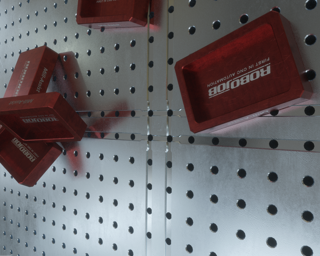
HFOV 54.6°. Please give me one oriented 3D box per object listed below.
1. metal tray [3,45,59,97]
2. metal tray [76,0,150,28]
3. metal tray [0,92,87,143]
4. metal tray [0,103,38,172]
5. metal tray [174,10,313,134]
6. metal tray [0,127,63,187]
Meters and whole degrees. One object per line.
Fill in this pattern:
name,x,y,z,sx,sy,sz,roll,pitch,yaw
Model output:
metal tray,-0.246,-0.085,0.581,0.090,0.030,0.130,-1,68,37
metal tray,-0.072,-0.200,0.466,0.130,0.030,0.089,13,98,39
metal tray,-0.199,-0.013,0.509,0.130,0.090,0.030,-3,52,22
metal tray,-0.316,0.019,0.670,0.130,0.030,0.090,49,119,29
metal tray,0.083,-0.054,0.338,0.130,0.030,0.090,-21,77,38
metal tray,-0.256,0.037,0.583,0.130,0.030,0.090,34,81,27
